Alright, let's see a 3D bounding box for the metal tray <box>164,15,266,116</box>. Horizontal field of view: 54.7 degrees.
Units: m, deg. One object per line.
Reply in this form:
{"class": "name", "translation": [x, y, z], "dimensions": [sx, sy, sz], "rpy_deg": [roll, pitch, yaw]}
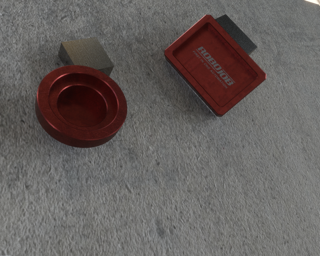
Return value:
{"class": "metal tray", "translation": [0.081, -0.092, 0.467], "dimensions": [0.090, 0.030, 0.130], "rpy_deg": [-41, 84, 2]}

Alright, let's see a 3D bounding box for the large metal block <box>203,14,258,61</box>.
{"class": "large metal block", "translation": [0.105, -0.138, 0.528], "dimensions": [0.080, 0.050, 0.081], "rpy_deg": [49, 51, 6]}

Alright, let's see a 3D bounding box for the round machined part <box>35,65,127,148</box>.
{"class": "round machined part", "translation": [-0.091, -0.021, 0.357], "dimensions": [0.099, 0.042, 0.098], "rpy_deg": [14, 56, -21]}

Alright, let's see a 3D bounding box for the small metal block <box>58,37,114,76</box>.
{"class": "small metal block", "translation": [-0.097, -0.088, 0.406], "dimensions": [0.050, 0.025, 0.050], "rpy_deg": [-22, 74, -36]}
